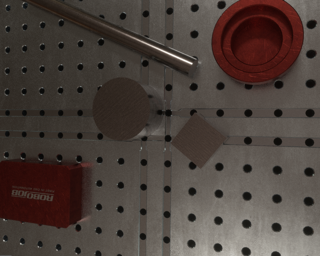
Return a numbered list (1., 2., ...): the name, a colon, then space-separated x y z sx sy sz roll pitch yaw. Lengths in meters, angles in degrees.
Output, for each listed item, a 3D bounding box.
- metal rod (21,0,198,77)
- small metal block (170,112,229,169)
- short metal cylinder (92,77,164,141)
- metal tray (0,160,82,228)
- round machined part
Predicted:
1. metal rod: -0.084 -0.144 0.441 0.301 0.025 0.025 28 99 17
2. small metal block: 0.051 0.016 0.394 0.050 0.025 0.050 41 102 15
3. short metal cylinder: -0.041 -0.024 0.413 0.080 0.050 0.079 0 90 19
4. metal tray: -0.185 0.097 0.473 0.130 0.030 0.089 1 91 19
5. round machined part: 0.113 -0.099 0.364 0.098 0.042 0.097 0 90 19
